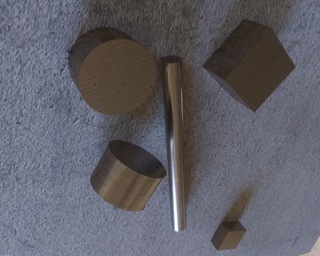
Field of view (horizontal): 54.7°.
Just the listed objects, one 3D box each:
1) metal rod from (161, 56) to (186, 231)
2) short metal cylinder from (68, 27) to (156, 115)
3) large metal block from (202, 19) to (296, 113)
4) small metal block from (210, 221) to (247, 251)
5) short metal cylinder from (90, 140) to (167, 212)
[{"bbox_3d":[0.023,0.043,0.447,0.025,0.025,0.298,-17,126,-19],"label":"metal rod"},{"bbox_3d":[-0.051,-0.060,0.327,0.081,0.050,0.079,-14,125,-21],"label":"short metal cylinder"},{"bbox_3d":[0.118,-0.081,0.407,0.080,0.050,0.080,-49,129,6],"label":"large metal block"},{"bbox_3d":[0.137,0.215,0.618,0.050,0.025,0.050,9,114,-33],"label":"small metal block"},{"bbox_3d":[-0.039,0.058,0.387,0.080,0.080,0.050,20,108,-36],"label":"short metal cylinder"}]
